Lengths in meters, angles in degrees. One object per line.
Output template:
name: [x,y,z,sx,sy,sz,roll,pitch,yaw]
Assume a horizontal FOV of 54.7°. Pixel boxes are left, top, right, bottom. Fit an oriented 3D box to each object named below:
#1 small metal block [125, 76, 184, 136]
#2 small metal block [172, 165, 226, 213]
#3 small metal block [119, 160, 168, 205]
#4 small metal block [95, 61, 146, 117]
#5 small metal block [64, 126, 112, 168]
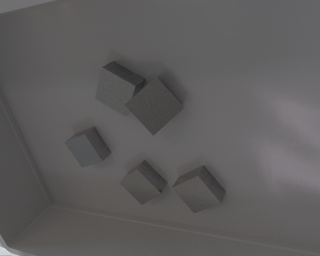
small metal block: [-0.007,-0.026,0.379,0.050,0.025,0.050,-42,96,-4]
small metal block: [0.054,0.086,0.433,0.050,0.025,0.050,-33,100,38]
small metal block: [-0.025,0.084,0.474,0.050,0.025,0.050,46,129,-4]
small metal block: [-0.053,-0.051,0.404,0.050,0.025,0.050,30,129,10]
small metal block: [-0.113,0.031,0.488,0.050,0.025,0.050,-19,109,35]
